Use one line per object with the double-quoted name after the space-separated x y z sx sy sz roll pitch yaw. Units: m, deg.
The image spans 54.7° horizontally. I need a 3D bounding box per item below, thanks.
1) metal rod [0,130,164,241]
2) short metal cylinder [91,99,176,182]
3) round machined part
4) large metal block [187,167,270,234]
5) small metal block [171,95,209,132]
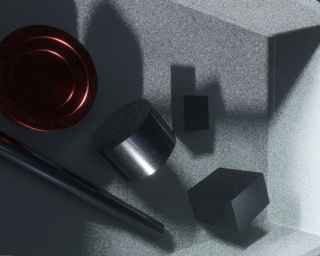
-0.101 0.055 0.323 0.301 0.025 0.025 40 66 -33 "metal rod"
-0.030 0.013 0.348 0.050 0.080 0.080 51 60 -28 "short metal cylinder"
-0.115 -0.046 0.300 0.099 0.042 0.097 0 90 -40 "round machined part"
0.101 0.103 0.459 0.081 0.080 0.050 -28 108 -37 "large metal block"
0.044 -0.021 0.446 0.050 0.025 0.050 -4 93 -40 "small metal block"
